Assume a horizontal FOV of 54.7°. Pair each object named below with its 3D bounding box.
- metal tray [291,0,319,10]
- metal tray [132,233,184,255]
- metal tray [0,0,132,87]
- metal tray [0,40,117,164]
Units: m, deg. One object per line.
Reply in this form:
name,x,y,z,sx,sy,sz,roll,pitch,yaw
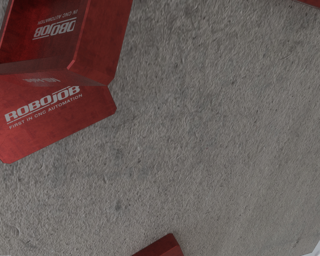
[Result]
metal tray,0.198,-0.202,0.386,0.131,0.030,0.089,1,118,-29
metal tray,0.004,0.259,0.566,0.090,0.030,0.129,-28,128,-11
metal tray,-0.077,-0.078,0.229,0.030,0.130,0.090,19,81,-47
metal tray,-0.121,-0.030,0.319,0.131,0.030,0.090,-27,128,-11
